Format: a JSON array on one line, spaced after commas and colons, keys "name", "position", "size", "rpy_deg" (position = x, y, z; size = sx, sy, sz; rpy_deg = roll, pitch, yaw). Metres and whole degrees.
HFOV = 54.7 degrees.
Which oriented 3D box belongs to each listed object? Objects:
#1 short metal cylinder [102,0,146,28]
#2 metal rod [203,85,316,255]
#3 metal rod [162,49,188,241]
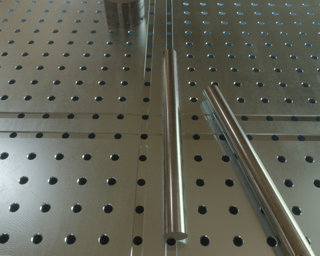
[{"name": "short metal cylinder", "position": [-0.067, -0.233, 0.587], "size": [0.081, 0.050, 0.080], "rpy_deg": [0, 50, 0]}, {"name": "metal rod", "position": [0.114, 0.057, 0.359], "size": [0.025, 0.025, 0.300], "rpy_deg": [-12, 51, -10]}, {"name": "metal rod", "position": [0.016, -0.005, 0.411], "size": [0.025, 0.025, 0.300], "rpy_deg": [0, 50, 0]}]
